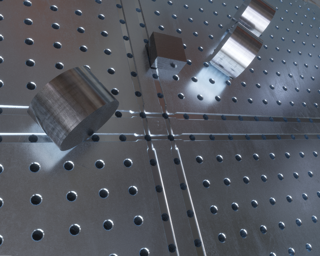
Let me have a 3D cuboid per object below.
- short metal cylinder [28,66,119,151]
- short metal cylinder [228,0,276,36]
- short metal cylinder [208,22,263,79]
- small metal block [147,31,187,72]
[{"bbox_3d":[-0.092,-0.020,0.336,0.050,0.080,0.080,48,51,5],"label":"short metal cylinder"},{"bbox_3d":[0.175,-0.210,0.595,0.050,0.080,0.080,32,52,-8],"label":"short metal cylinder"},{"bbox_3d":[0.125,-0.128,0.519,0.050,0.080,0.080,35,51,-5],"label":"short metal cylinder"},{"bbox_3d":[0.010,-0.119,0.486,0.050,0.025,0.050,5,59,-26],"label":"small metal block"}]
